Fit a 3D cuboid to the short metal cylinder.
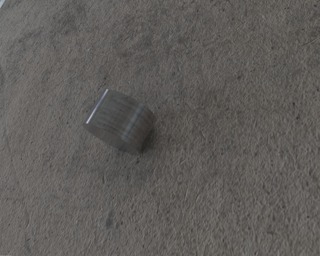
[{"bbox_3d":[-0.052,-0.006,0.401,0.080,0.080,0.050,16,70,34],"label":"short metal cylinder"}]
